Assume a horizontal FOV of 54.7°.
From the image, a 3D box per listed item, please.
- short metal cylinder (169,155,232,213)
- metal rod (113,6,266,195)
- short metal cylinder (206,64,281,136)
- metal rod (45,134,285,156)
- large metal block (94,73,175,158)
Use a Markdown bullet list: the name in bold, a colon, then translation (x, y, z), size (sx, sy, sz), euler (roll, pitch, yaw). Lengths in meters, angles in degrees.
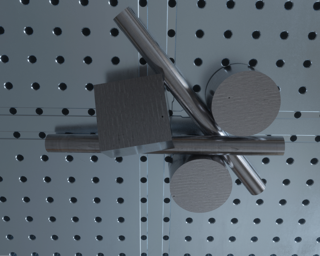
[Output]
- **short metal cylinder**: translation (0.053, 0.067, 0.421), size (0.081, 0.050, 0.079), euler (0, 110, 0)
- **metal rod**: translation (0.047, -0.023, 0.402), size (0.025, 0.025, 0.300), euler (-36, 107, 12)
- **short metal cylinder**: translation (0.100, -0.036, 0.384), size (0.081, 0.050, 0.079), euler (0, 110, 0)
- **metal rod**: translation (0.002, 0.021, 0.399), size (0.302, 0.025, 0.025), euler (0, 110, 6)
- **large metal block**: translation (-0.030, -0.012, 0.372), size (0.080, 0.050, 0.080), euler (-9, 75, 3)
